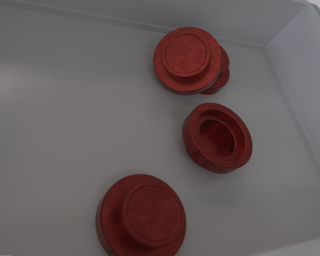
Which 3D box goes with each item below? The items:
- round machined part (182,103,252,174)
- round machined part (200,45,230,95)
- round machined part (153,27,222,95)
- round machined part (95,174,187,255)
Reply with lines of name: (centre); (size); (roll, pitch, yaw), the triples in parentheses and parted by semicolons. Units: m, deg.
round machined part: (0.073, 0.017, 0.423); (0.099, 0.042, 0.098); (14, 56, -21)
round machined part: (0.072, -0.105, 0.497); (0.099, 0.042, 0.098); (14, 56, -21)
round machined part: (0.038, -0.099, 0.442); (0.098, 0.042, 0.097); (-1, 82, 9)
round machined part: (-0.015, 0.095, 0.329); (0.099, 0.042, 0.098); (14, 56, -21)
